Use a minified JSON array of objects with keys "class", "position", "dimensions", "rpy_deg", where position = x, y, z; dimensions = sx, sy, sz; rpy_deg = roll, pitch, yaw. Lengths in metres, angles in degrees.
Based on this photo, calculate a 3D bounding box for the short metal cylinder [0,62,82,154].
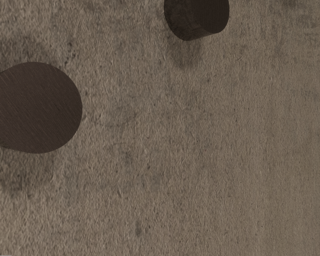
[{"class":"short metal cylinder","position":[-0.121,-0.018,0.288],"dimensions":[0.081,0.050,0.079],"rpy_deg":[0,90,-40]}]

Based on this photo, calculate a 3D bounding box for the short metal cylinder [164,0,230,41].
[{"class":"short metal cylinder","position":[0.052,-0.168,0.434],"dimensions":[0.081,0.050,0.079],"rpy_deg":[0,90,-40]}]
